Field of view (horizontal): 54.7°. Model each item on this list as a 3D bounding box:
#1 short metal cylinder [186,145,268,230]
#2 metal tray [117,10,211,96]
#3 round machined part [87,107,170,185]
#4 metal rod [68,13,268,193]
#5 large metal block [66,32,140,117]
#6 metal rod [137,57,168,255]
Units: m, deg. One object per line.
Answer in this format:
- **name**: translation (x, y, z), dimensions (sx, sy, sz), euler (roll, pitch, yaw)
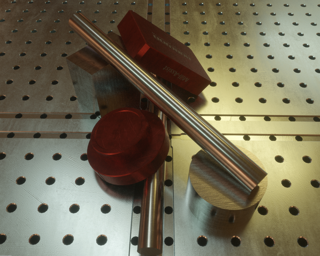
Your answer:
- **short metal cylinder**: translation (0.070, 0.063, 0.340), dimensions (0.081, 0.050, 0.080), euler (0, 50, 0)
- **metal tray**: translation (0.008, -0.104, 0.441), dimensions (0.131, 0.030, 0.090), euler (20, 35, -41)
- **round machined part**: translation (-0.041, 0.014, 0.364), dimensions (0.098, 0.042, 0.098), euler (-11, 49, 13)
- **metal rod**: translation (-0.007, -0.043, 0.352), dimensions (0.025, 0.025, 0.300), euler (-36, 67, -26)
- **large metal block**: translation (-0.075, -0.074, 0.434), dimensions (0.050, 0.080, 0.080), euler (34, 58, 25)
- **metal rod**: translation (-0.004, 0.007, 0.401), dimensions (0.025, 0.025, 0.300), euler (2, 50, 1)
